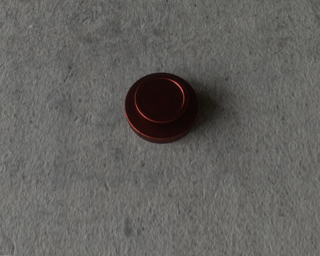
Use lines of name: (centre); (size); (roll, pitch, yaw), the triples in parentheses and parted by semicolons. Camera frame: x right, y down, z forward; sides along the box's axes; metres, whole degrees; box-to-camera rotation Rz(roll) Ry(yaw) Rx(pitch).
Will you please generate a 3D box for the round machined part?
round machined part: (0.002, -0.031, 0.411); (0.099, 0.042, 0.098); (0, 70, -1)
